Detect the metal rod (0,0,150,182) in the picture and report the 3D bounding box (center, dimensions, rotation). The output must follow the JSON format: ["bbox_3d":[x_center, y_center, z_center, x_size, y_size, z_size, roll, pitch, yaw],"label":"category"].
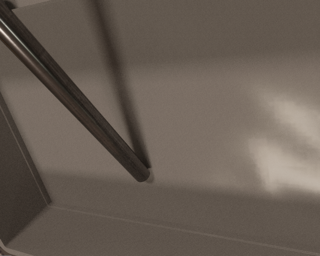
[{"bbox_3d":[-0.086,-0.017,0.362,0.025,0.025,0.300,-2,143,29],"label":"metal rod"}]
